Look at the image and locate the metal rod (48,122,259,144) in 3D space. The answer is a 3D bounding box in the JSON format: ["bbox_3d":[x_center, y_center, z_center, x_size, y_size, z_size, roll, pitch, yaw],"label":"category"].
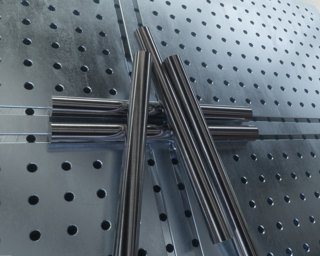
[{"bbox_3d":[0.012,0.007,0.412,0.303,0.025,0.025,1,62,-28],"label":"metal rod"}]

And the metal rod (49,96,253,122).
[{"bbox_3d":[0.007,-0.023,0.428,0.303,0.025,0.025,1,62,-28],"label":"metal rod"}]

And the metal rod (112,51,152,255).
[{"bbox_3d":[-0.030,0.041,0.344,0.025,0.025,0.299,14,63,-21],"label":"metal rod"}]

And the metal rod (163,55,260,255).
[{"bbox_3d":[0.065,0.042,0.395,0.025,0.025,0.299,-11,75,-33],"label":"metal rod"}]

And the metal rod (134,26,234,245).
[{"bbox_3d":[0.022,-0.007,0.394,0.025,0.025,0.299,-6,65,-31],"label":"metal rod"}]
